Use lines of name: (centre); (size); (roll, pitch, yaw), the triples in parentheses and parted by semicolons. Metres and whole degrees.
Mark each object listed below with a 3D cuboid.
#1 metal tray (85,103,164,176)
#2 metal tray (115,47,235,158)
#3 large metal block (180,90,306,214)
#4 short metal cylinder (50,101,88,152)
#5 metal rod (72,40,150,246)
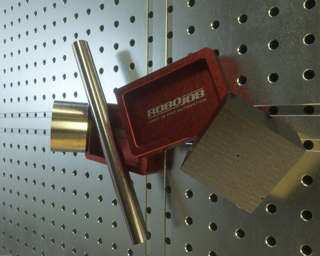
metal tray: (-0.055, 0.011, 0.451); (0.130, 0.030, 0.089); (9, 96, 39)
metal tray: (0.017, -0.026, 0.367); (0.130, 0.030, 0.090); (-22, 76, 20)
large metal block: (0.078, 0.022, 0.305); (0.080, 0.050, 0.080); (32, 114, 2)
short metal cylinder: (-0.142, -0.002, 0.487); (0.080, 0.050, 0.080); (-176, 89, -75)
metal rod: (-0.073, 0.009, 0.430); (0.025, 0.025, 0.299); (-31, 71, 35)
